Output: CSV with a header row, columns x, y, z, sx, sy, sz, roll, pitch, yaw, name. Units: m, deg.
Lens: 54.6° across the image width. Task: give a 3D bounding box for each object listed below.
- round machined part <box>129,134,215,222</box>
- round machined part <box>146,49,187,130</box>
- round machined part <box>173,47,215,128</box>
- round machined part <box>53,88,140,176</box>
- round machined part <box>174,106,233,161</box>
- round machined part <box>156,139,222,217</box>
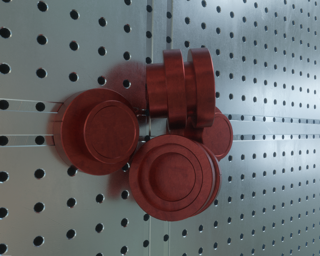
x,y,z,sx,sy,sz,roll,pitch,yaw,name
0.017,0.058,0.369,0.042,0.098,0.098,25,71,-71,round machined part
0.006,-0.046,0.381,0.042,0.098,0.097,-4,94,0,round machined part
0.038,-0.048,0.384,0.042,0.098,0.097,-4,94,0,round machined part
-0.062,0.004,0.344,0.099,0.042,0.097,0,90,-40,round machined part
0.070,0.012,0.456,0.099,0.042,0.097,0,90,-40,round machined part
0.030,0.063,0.398,0.042,0.098,0.098,27,70,-70,round machined part
